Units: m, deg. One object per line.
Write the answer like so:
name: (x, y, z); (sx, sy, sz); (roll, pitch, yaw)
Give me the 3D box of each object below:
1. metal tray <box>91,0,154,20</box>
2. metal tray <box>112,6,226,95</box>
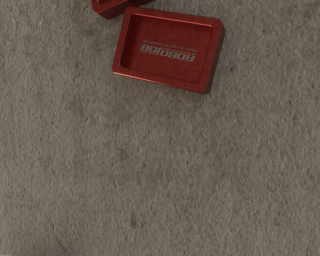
metal tray: (-0.059, -0.228, 0.425); (0.090, 0.030, 0.129); (-16, 85, 19)
metal tray: (0.009, -0.101, 0.402); (0.130, 0.030, 0.089); (16, 95, 19)
